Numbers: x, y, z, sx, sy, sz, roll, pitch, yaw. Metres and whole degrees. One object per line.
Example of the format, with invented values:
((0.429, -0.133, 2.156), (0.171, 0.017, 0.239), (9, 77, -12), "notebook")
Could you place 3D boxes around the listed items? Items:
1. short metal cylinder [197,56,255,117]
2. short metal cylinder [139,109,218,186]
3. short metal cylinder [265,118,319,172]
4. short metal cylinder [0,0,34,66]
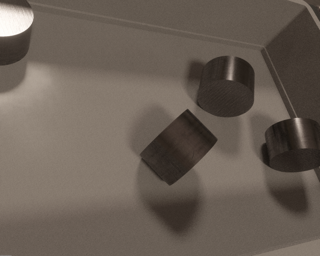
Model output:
((0.099, -0.060, 0.463), (0.080, 0.080, 0.050), (24, 53, -14), "short metal cylinder")
((0.022, 0.023, 0.370), (0.050, 0.080, 0.080), (46, 51, 3), "short metal cylinder")
((0.203, 0.028, 0.466), (0.081, 0.080, 0.050), (16, 56, -20), "short metal cylinder")
((-0.193, -0.120, 0.359), (0.081, 0.050, 0.080), (14, 56, -21), "short metal cylinder")
